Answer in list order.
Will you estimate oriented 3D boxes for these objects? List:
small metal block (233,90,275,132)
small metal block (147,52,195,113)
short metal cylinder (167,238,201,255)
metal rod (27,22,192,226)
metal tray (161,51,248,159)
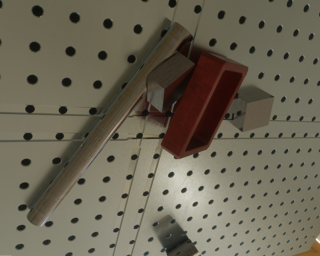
[{"bbox_3d":[0.143,-0.026,0.476,0.050,0.025,0.050,-14,124,-21],"label":"small metal block"},{"bbox_3d":[0.012,-0.053,0.365,0.050,0.025,0.050,-42,161,-22],"label":"small metal block"},{"bbox_3d":[0.054,0.251,0.563,0.050,0.080,0.080,-31,129,-9],"label":"short metal cylinder"},{"bbox_3d":[-0.066,0.001,0.376,0.025,0.025,0.299,32,100,-39],"label":"metal rod"},{"bbox_3d":[0.059,-0.028,0.400,0.091,0.030,0.129,-9,127,-57],"label":"metal tray"}]
